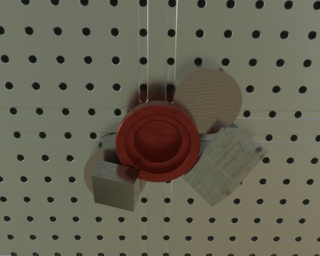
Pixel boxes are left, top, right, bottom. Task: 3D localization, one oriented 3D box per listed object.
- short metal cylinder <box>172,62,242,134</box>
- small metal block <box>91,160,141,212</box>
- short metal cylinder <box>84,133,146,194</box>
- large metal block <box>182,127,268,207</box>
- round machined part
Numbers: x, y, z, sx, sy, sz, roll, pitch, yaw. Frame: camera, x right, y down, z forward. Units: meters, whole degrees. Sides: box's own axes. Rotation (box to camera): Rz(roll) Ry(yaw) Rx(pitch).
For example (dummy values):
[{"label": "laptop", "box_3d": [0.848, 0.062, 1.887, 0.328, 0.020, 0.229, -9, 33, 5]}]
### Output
[{"label": "short metal cylinder", "box_3d": [0.056, -0.038, 0.386, 0.081, 0.050, 0.079, 0, 110, 0]}, {"label": "small metal block", "box_3d": [-0.052, 0.070, 0.372, 0.050, 0.025, 0.050, 12, 130, 8]}, {"label": "short metal cylinder", "box_3d": [-0.057, 0.053, 0.419, 0.081, 0.050, 0.079, 0, 110, 0]}, {"label": "large metal block", "box_3d": [0.085, 0.046, 0.395, 0.050, 0.080, 0.080, 43, 108, 21]}, {"label": "round machined part", "box_3d": [-0.002, 0.013, 0.378, 0.099, 0.042, 0.097, 0, 110, 0]}]
